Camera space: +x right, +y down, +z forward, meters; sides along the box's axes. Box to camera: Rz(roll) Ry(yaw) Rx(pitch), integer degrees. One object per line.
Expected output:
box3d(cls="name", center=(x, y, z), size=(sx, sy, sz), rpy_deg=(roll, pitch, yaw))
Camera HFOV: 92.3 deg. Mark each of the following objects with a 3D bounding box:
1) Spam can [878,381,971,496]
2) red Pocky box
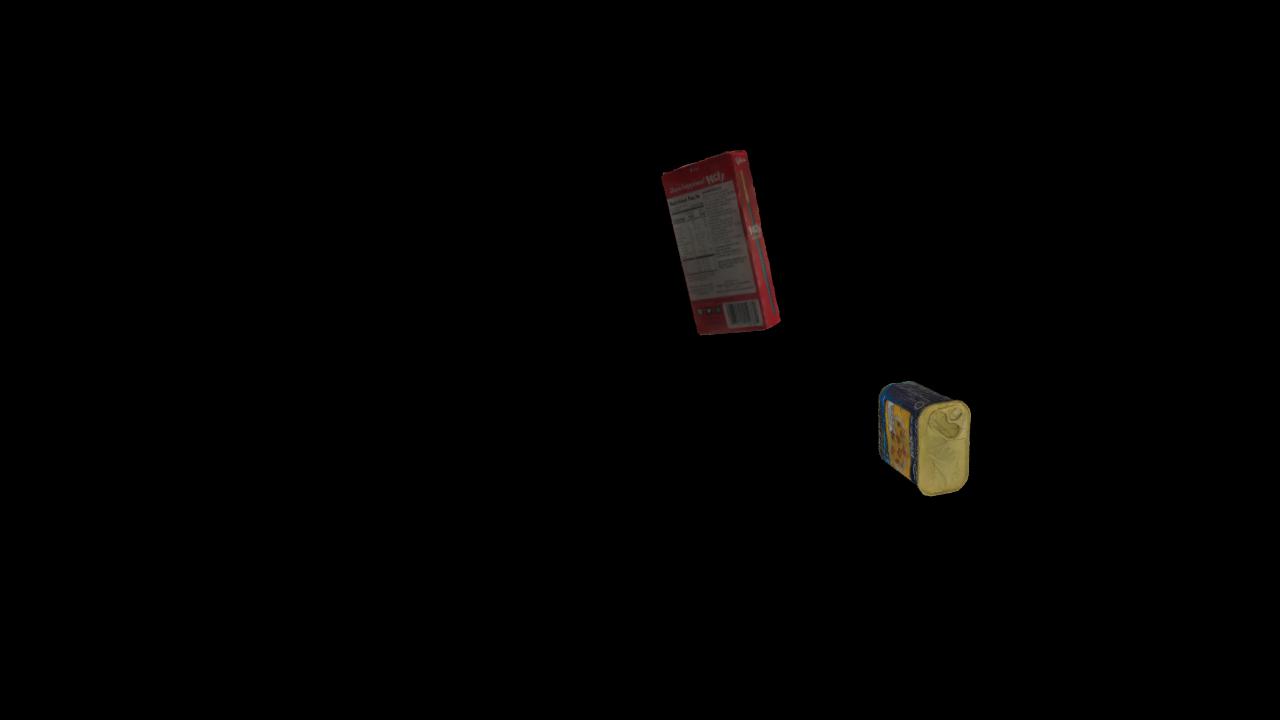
box3d(cls="Spam can", center=(0.301, 0.081, 0.662), size=(0.058, 0.101, 0.085), rpy_deg=(-7, 14, -7))
box3d(cls="red Pocky box", center=(0.073, -0.101, 0.554), size=(0.028, 0.155, 0.083), rpy_deg=(-24, 15, -41))
